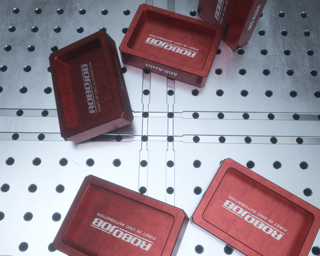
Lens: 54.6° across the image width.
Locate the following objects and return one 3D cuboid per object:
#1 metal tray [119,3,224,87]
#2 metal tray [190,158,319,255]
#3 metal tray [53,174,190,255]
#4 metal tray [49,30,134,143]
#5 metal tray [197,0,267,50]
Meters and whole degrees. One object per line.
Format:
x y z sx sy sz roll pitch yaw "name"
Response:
0.017 -0.122 0.453 0.130 0.030 0.090 19 71 7 "metal tray"
0.113 0.107 0.370 0.130 0.030 0.090 30 73 10 "metal tray"
-0.043 0.116 0.350 0.130 0.030 0.090 16 70 20 "metal tray"
-0.094 -0.055 0.413 0.090 0.030 0.130 -20 70 14 "metal tray"
0.097 -0.179 0.422 0.030 0.130 0.090 -36 74 -12 "metal tray"
